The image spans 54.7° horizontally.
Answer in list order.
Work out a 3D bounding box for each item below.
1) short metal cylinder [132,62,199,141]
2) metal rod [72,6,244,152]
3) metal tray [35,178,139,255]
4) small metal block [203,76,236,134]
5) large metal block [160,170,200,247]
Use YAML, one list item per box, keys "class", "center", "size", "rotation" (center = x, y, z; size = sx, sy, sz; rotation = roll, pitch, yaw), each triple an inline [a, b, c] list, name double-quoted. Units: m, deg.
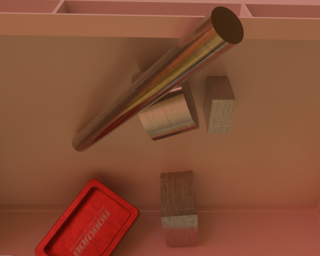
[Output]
- class: "short metal cylinder"
  center: [0.008, -0.030, 0.347]
  size: [0.050, 0.080, 0.080]
  rotation: [-17, 128, 13]
- class: "metal rod"
  center: [-0.035, -0.020, 0.305]
  size: [0.025, 0.025, 0.299]
  rotation: [27, 152, -21]
- class: "metal tray"
  center: [-0.102, 0.152, 0.453]
  size: [0.090, 0.130, 0.030]
  rotation: [34, 163, 10]
- class: "small metal block"
  center: [0.069, -0.028, 0.370]
  size: [0.025, 0.050, 0.050]
  rotation: [0, 130, -1]
- class: "large metal block"
  center: [0.031, 0.124, 0.480]
  size: [0.050, 0.080, 0.080]
  rotation: [-6, 130, 4]
